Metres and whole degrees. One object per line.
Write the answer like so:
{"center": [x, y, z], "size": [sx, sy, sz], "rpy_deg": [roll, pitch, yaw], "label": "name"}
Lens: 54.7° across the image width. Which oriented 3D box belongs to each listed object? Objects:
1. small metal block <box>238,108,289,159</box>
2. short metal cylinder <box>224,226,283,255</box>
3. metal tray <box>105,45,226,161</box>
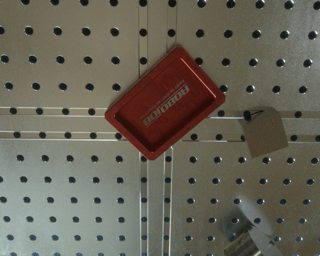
{"center": [0.139, 0.007, 0.417], "size": [0.050, 0.025, 0.050], "rpy_deg": [-20, 109, 7], "label": "small metal block"}
{"center": [0.142, 0.193, 0.456], "size": [0.080, 0.080, 0.050], "rpy_deg": [39, 106, -13], "label": "short metal cylinder"}
{"center": [0.006, -0.030, 0.399], "size": [0.130, 0.030, 0.090], "rpy_deg": [-41, 105, 13], "label": "metal tray"}
